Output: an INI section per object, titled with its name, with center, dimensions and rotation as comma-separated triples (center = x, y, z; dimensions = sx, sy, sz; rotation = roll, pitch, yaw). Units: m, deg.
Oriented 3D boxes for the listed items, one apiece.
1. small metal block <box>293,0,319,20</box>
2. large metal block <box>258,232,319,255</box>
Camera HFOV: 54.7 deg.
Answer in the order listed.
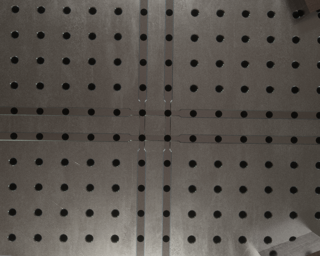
[small metal block]
center = 0.209, -0.182, 0.416
dimensions = 0.050, 0.025, 0.050
rotation = -23, 90, -1
[large metal block]
center = 0.188, 0.195, 0.404
dimensions = 0.080, 0.050, 0.080
rotation = -21, 90, -1
